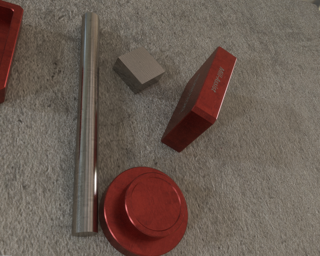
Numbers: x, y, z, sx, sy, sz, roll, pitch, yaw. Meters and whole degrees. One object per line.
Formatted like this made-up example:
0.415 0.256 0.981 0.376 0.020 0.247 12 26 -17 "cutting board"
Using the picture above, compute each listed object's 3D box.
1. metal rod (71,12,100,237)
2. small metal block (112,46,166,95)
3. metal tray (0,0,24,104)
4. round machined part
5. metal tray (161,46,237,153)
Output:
-0.086 -0.027 0.374 0.025 0.025 0.299 9 58 -24 "metal rod"
-0.029 -0.083 0.440 0.050 0.025 0.050 49 51 6 "small metal block"
-0.211 -0.095 0.344 0.091 0.030 0.130 10 57 -23 "metal tray"
-0.012 0.087 0.335 0.099 0.042 0.098 14 56 -21 "round machined part"
0.053 -0.039 0.416 0.030 0.090 0.130 32 51 -8 "metal tray"
